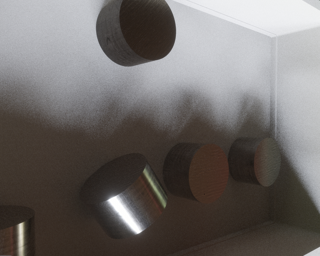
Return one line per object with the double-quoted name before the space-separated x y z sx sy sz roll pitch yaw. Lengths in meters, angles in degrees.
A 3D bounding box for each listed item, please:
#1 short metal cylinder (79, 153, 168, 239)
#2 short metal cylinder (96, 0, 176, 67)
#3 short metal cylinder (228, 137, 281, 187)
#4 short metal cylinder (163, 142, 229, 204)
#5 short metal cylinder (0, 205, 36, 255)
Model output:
"short metal cylinder" -0.039 0.072 0.338 0.080 0.080 0.050 -43 116 -32
"short metal cylinder" -0.027 -0.116 0.367 0.081 0.050 0.080 0 90 -40
"short metal cylinder" 0.161 0.055 0.525 0.081 0.050 0.080 0 90 -40
"short metal cylinder" 0.051 0.061 0.433 0.081 0.050 0.080 0 90 -40
"short metal cylinder" -0.144 0.098 0.250 0.081 0.080 0.050 -2 92 -40
